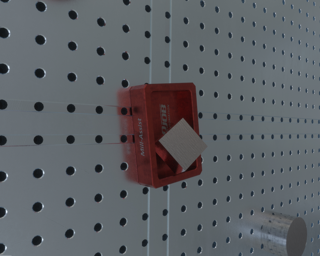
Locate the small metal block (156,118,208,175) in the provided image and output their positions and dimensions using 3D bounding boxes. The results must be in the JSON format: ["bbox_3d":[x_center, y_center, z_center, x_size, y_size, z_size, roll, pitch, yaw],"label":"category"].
[{"bbox_3d":[0.025,0.024,0.403,0.050,0.025,0.050,49,58,-3],"label":"small metal block"}]

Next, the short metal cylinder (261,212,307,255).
[{"bbox_3d":[0.239,0.206,0.594,0.081,0.050,0.079,0,90,-40],"label":"short metal cylinder"}]

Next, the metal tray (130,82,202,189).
[{"bbox_3d":[0.011,0.006,0.415,0.091,0.030,0.129,-9,96,-40],"label":"metal tray"}]
